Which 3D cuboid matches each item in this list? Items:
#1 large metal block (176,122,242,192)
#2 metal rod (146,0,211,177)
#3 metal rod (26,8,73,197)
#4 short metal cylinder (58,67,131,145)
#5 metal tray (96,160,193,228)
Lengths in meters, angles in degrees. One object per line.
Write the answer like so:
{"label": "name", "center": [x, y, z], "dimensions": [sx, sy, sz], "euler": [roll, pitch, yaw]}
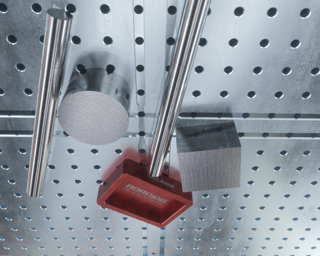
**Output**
{"label": "large metal block", "center": [0.067, 0.042, 0.432], "dimensions": [0.080, 0.050, 0.080], "euler": [-6, 130, 5]}
{"label": "metal rod", "center": [0.019, -0.048, 0.371], "dimensions": [0.025, 0.025, 0.298], "euler": [8, 130, -7]}
{"label": "metal rod", "center": [-0.150, -0.007, 0.402], "dimensions": [0.025, 0.025, 0.298], "euler": [15, 129, -13]}
{"label": "short metal cylinder", "center": [-0.076, -0.025, 0.373], "dimensions": [0.081, 0.050, 0.079], "euler": [0, 130, 0]}
{"label": "metal tray", "center": [-0.023, 0.110, 0.501], "dimensions": [0.131, 0.030, 0.090], "euler": [28, 125, -22]}
